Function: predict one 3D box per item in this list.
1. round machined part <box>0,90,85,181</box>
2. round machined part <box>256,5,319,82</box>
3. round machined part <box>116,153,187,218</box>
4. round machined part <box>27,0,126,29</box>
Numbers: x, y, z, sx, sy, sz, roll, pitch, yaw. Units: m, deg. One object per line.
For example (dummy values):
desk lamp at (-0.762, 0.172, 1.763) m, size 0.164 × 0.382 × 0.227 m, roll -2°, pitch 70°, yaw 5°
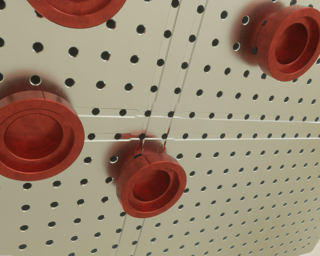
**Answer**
round machined part at (-0.134, 0.005, 0.329) m, size 0.099 × 0.042 × 0.097 m, roll -14°, pitch 124°, yaw -21°
round machined part at (0.171, -0.116, 0.421) m, size 0.099 × 0.042 × 0.097 m, roll -14°, pitch 124°, yaw -21°
round machined part at (-0.015, 0.076, 0.438) m, size 0.099 × 0.042 × 0.097 m, roll -14°, pitch 124°, yaw -21°
round machined part at (-0.076, -0.141, 0.271) m, size 0.099 × 0.042 × 0.097 m, roll -14°, pitch 124°, yaw -21°
